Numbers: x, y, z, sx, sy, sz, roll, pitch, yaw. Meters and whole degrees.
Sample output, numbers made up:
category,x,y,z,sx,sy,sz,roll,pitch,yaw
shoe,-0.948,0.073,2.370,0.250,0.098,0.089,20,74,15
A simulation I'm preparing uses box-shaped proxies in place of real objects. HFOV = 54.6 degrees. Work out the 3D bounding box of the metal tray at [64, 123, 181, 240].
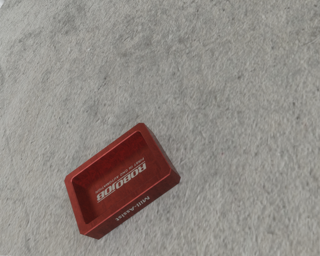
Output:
category,x,y,z,sx,sy,sz,roll,pitch,yaw
metal tray,-0.051,0.064,0.388,0.130,0.030,0.090,-36,51,4
